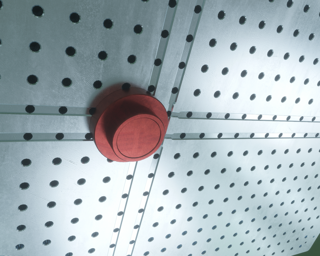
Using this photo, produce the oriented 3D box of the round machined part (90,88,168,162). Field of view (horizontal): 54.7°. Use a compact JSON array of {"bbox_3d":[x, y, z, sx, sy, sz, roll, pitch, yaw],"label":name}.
[{"bbox_3d":[-0.033,0.003,0.385,0.099,0.042,0.097,-14,125,-21],"label":"round machined part"}]
